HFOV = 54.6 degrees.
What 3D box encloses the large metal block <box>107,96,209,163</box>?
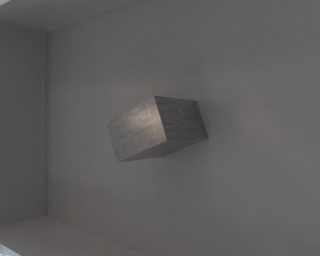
[{"bbox_3d":[-0.002,0.003,0.374,0.080,0.081,0.050,-26,74,37],"label":"large metal block"}]
